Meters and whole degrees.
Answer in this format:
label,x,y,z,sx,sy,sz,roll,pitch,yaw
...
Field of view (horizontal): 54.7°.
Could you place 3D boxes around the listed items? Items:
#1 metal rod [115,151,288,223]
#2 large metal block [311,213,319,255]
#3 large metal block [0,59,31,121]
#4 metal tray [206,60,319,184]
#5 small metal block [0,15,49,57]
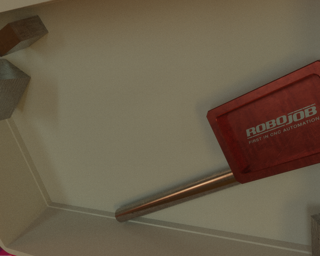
label,x,y,z,sx,sy,sz,roll,pitch,yaw
metal rod,0.037,0.093,0.445,0.299,0.025,0.025,-29,103,37
large metal block,0.213,0.146,0.340,0.050,0.080,0.079,-14,113,-2
large metal block,-0.251,-0.054,0.454,0.050,0.080,0.080,36,107,4
metal tray,0.124,-0.002,0.321,0.130,0.030,0.090,-26,88,36
small metal block,-0.187,-0.123,0.413,0.050,0.050,0.025,-18,109,35
